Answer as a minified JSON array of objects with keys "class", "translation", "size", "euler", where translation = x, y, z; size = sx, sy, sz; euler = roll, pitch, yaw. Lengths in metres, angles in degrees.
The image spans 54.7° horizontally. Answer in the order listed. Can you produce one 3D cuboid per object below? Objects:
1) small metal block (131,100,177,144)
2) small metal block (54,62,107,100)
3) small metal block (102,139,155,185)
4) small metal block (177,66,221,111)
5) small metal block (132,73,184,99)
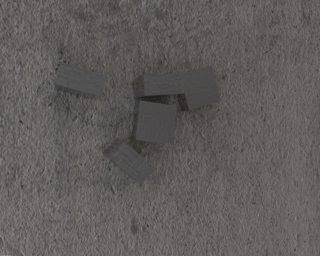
[{"class":"small metal block","translation":[-0.008,-0.007,0.406],"size":[0.050,0.025,0.050],"euler":[7,88,-20]},{"class":"small metal block","translation":[-0.094,-0.053,0.361],"size":[0.050,0.050,0.025],"euler":[14,86,-20]},{"class":"small metal block","translation":[-0.040,0.041,0.381],"size":[0.050,0.050,0.025],"euler":[43,77,-15]},{"class":"small metal block","translation":[0.050,-0.054,0.427],"size":[0.050,0.025,0.050],"euler":[-18,96,-19]},{"class":"small metal block","translation":[-0.003,-0.053,0.394],"size":[0.050,0.050,0.025],"euler":[-6,92,-20]}]
